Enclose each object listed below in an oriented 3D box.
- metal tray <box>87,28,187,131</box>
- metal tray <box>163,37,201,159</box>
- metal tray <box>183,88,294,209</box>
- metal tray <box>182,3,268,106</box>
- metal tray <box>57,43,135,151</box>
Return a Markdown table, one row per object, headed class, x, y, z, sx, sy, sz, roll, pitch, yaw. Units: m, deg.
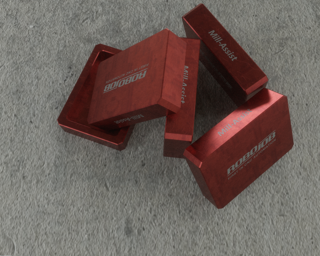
| class | x | y | z | sx | sy | sz | roll | pitch | yaw |
| --- | --- | --- | --- | --- | --- | --- | --- | --- | --- |
| metal tray | -0.031 | -0.052 | 0.368 | 0.130 | 0.030 | 0.090 | -13 | 63 | 43 |
| metal tray | 0.026 | -0.035 | 0.388 | 0.030 | 0.090 | 0.130 | 6 | 71 | 2 |
| metal tray | 0.098 | 0.025 | 0.367 | 0.131 | 0.090 | 0.030 | -37 | 39 | -12 |
| metal tray | 0.083 | -0.088 | 0.406 | 0.030 | 0.090 | 0.130 | -36 | 74 | 3 |
| metal tray | -0.068 | -0.044 | 0.422 | 0.090 | 0.030 | 0.130 | 19 | 71 | 6 |
